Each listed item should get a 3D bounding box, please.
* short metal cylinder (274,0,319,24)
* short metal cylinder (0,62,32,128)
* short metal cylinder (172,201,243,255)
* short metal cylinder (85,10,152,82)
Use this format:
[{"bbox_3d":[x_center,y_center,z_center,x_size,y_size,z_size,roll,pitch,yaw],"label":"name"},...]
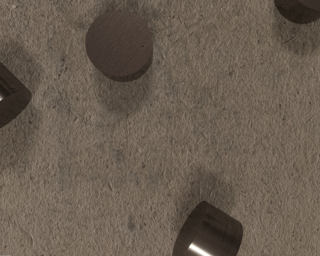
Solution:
[{"bbox_3d":[0.196,-0.183,0.400,0.081,0.050,0.079,0,90,-1],"label":"short metal cylinder"},{"bbox_3d":[-0.208,-0.036,0.380,0.080,0.080,0.050,-44,91,0],"label":"short metal cylinder"},{"bbox_3d":[0.058,0.138,0.383,0.050,0.080,0.080,32,90,-1],"label":"short metal cylinder"},{"bbox_3d":[-0.050,-0.102,0.397,0.081,0.050,0.079,0,90,-1],"label":"short metal cylinder"}]
